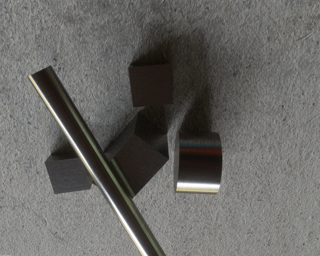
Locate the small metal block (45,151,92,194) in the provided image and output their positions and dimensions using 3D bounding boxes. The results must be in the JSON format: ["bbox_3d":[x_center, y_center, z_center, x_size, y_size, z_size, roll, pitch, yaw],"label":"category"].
[{"bbox_3d":[-0.125,0.061,0.430,0.050,0.025,0.050,-8,110,2],"label":"small metal block"}]

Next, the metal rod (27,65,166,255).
[{"bbox_3d":[-0.052,0.070,0.349,0.025,0.025,0.299,-25,109,8],"label":"metal rod"}]

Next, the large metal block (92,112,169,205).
[{"bbox_3d":[-0.035,0.036,0.393,0.050,0.080,0.080,38,106,-13],"label":"large metal block"}]

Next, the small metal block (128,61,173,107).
[{"bbox_3d":[-0.011,-0.055,0.389,0.050,0.025,0.050,-5,110,1],"label":"small metal block"}]

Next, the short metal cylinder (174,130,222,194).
[{"bbox_3d":[0.046,0.044,0.397,0.050,0.080,0.079,3,110,-2],"label":"short metal cylinder"}]
